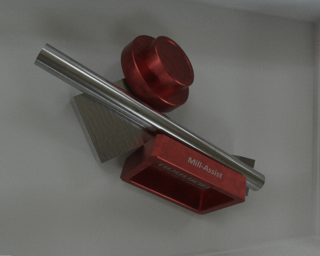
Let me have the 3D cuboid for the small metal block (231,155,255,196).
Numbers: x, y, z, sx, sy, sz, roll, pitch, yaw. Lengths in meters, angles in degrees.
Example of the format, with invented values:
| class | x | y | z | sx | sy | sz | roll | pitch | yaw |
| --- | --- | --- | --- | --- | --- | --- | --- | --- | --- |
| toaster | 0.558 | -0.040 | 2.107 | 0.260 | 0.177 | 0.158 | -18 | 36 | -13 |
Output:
| class | x | y | z | sx | sy | sz | roll | pitch | yaw |
| --- | --- | --- | --- | --- | --- | --- | --- | --- | --- |
| small metal block | 0.103 | 0.064 | 0.435 | 0.025 | 0.050 | 0.050 | 16 | 85 | -20 |

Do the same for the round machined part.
| class | x | y | z | sx | sy | sz | roll | pitch | yaw |
| --- | --- | --- | --- | --- | --- | --- | --- | --- | --- |
| round machined part | 0.004 | -0.071 | 0.375 | 0.098 | 0.042 | 0.098 | 31 | 45 | -35 |

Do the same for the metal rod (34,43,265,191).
| class | x | y | z | sx | sy | sz | roll | pitch | yaw |
| --- | --- | --- | --- | --- | --- | --- | --- | --- | --- |
| metal rod | 0.004 | -0.002 | 0.357 | 0.301 | 0.025 | 0.025 | 30 | 80 | -18 |

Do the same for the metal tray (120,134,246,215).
| class | x | y | z | sx | sy | sz | roll | pitch | yaw |
| --- | --- | --- | --- | --- | --- | --- | --- | --- | --- |
| metal tray | 0.028 | 0.063 | 0.382 | 0.131 | 0.090 | 0.030 | 28 | 53 | -19 |

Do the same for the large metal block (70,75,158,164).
| class | x | y | z | sx | sy | sz | roll | pitch | yaw |
| --- | --- | --- | --- | --- | --- | --- | --- | --- | --- |
| large metal block | -0.053 | -0.012 | 0.376 | 0.081 | 0.050 | 0.080 | -24 | 98 | -19 |
